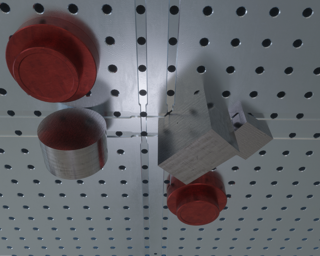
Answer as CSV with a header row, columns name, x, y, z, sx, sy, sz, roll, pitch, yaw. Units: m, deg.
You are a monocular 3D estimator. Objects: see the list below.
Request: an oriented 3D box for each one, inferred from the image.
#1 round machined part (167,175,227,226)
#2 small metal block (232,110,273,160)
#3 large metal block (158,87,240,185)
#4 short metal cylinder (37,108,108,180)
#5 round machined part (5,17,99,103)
name,x,y,z,sx,sy,sz,roll,pitch,yaw
round machined part,0.061,0.123,0.506,0.099,0.042,0.097,0,130,0
small metal block,0.115,0.010,0.421,0.050,0.025,0.050,29,124,-23
large metal block,0.044,0.010,0.384,0.080,0.080,0.050,-37,121,27
short metal cylinder,-0.107,0.018,0.390,0.081,0.080,0.050,3,130,-3
round machined part,-0.120,-0.067,0.342,0.099,0.042,0.097,0,130,0
